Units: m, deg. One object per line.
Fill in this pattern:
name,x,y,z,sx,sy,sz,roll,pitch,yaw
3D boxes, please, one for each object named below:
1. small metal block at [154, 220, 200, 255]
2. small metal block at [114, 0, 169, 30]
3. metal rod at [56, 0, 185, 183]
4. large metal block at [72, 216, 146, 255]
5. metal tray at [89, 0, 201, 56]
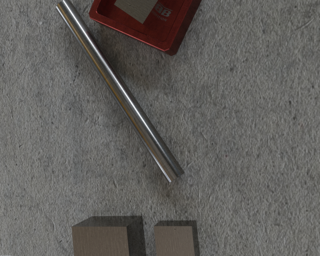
small metal block,0.022,0.148,0.400,0.050,0.025,0.050,-6,88,19
small metal block,-0.022,-0.166,0.402,0.050,0.025,0.050,38,102,15
metal rod,-0.060,-0.057,0.428,0.025,0.025,0.299,-37,79,16
large metal block,-0.067,0.166,0.418,0.080,0.050,0.080,-6,88,19
metal tray,-0.021,-0.163,0.412,0.130,0.030,0.090,28,99,17
